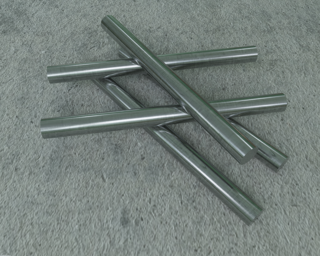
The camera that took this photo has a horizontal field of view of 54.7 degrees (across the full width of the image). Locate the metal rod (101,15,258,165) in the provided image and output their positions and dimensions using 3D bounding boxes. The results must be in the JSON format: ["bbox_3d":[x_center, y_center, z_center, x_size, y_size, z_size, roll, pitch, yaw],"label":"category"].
[{"bbox_3d":[0.006,-0.066,0.396,0.025,0.025,0.300,-28,56,-22],"label":"metal rod"}]

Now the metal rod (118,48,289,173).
[{"bbox_3d":[0.044,-0.041,0.439,0.025,0.025,0.300,-35,59,-26],"label":"metal rod"}]

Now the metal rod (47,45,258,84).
[{"bbox_3d":[-0.006,-0.093,0.451,0.302,0.025,0.025,-7,51,-7],"label":"metal rod"}]

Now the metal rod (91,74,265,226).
[{"bbox_3d":[0.003,0.007,0.398,0.025,0.025,0.300,-34,58,-25],"label":"metal rod"}]

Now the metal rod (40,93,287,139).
[{"bbox_3d":[0.010,-0.016,0.387,0.302,0.025,0.025,-7,51,-6],"label":"metal rod"}]
